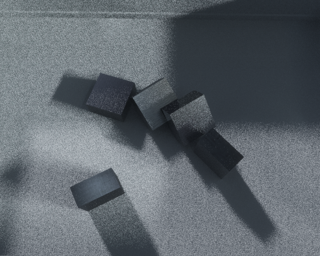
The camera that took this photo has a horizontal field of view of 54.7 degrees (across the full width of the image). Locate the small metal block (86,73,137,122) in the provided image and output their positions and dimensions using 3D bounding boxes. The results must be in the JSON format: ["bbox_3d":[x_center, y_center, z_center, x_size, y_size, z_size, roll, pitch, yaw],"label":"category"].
[{"bbox_3d":[-0.065,-0.042,0.423,0.050,0.025,0.050,17,71,8],"label":"small metal block"}]

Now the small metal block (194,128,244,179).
[{"bbox_3d":[0.071,0.033,0.385,0.025,0.050,0.050,-42,75,-13],"label":"small metal block"}]

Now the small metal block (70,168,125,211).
[{"bbox_3d":[-0.072,0.074,0.369,0.050,0.050,0.025,-25,72,-9],"label":"small metal block"}]

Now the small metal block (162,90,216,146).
[{"bbox_3d":[0.038,-0.013,0.400,0.050,0.050,0.025,-31,28,-11],"label":"small metal block"}]

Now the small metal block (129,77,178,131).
[{"bbox_3d":[-0.005,-0.032,0.410,0.050,0.025,0.050,-33,103,-12],"label":"small metal block"}]
